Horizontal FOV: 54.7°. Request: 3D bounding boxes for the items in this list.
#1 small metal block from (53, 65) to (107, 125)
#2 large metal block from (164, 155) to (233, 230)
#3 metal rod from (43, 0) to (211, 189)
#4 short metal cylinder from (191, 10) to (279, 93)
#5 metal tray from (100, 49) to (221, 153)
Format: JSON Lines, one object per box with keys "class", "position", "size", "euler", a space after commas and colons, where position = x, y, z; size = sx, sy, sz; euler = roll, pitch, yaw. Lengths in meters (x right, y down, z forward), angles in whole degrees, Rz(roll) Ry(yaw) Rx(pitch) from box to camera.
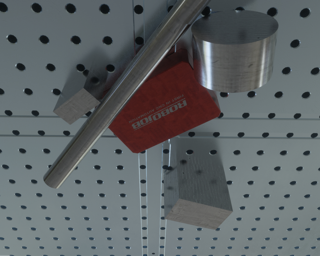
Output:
{"class": "small metal block", "position": [-0.092, -0.039, 0.361], "size": [0.050, 0.050, 0.025], "euler": [-32, 123, 24]}
{"class": "large metal block", "position": [0.053, 0.094, 0.457], "size": [0.081, 0.080, 0.050], "euler": [17, 128, -14]}
{"class": "metal rod", "position": [-0.042, -0.039, 0.340], "size": [0.025, 0.025, 0.299], "euler": [32, 112, -25]}
{"class": "short metal cylinder", "position": [0.073, -0.078, 0.310], "size": [0.080, 0.080, 0.050], "euler": [-5, 130, 4]}
{"class": "metal tray", "position": [-0.003, -0.028, 0.385], "size": [0.130, 0.030, 0.090], "euler": [-26, 126, 20]}
